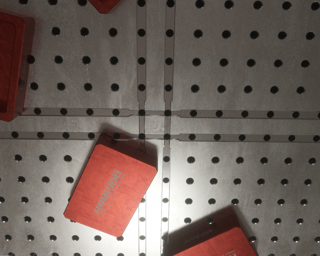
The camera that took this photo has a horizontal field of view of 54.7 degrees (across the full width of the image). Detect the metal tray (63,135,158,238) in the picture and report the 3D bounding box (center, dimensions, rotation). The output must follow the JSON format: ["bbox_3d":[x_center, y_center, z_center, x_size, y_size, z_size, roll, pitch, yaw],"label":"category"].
[{"bbox_3d":[-0.070,0.085,0.441,0.090,0.030,0.129,25,108,-9],"label":"metal tray"}]

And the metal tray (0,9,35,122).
[{"bbox_3d":[-0.212,-0.080,0.377,0.091,0.030,0.129,15,109,-6],"label":"metal tray"}]

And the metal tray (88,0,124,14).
[{"bbox_3d":[-0.073,-0.203,0.334,0.090,0.030,0.130,-40,106,13],"label":"metal tray"}]

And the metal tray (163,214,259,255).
[{"bbox_3d":[0.081,0.202,0.487,0.130,0.030,0.090,-28,108,9],"label":"metal tray"}]
